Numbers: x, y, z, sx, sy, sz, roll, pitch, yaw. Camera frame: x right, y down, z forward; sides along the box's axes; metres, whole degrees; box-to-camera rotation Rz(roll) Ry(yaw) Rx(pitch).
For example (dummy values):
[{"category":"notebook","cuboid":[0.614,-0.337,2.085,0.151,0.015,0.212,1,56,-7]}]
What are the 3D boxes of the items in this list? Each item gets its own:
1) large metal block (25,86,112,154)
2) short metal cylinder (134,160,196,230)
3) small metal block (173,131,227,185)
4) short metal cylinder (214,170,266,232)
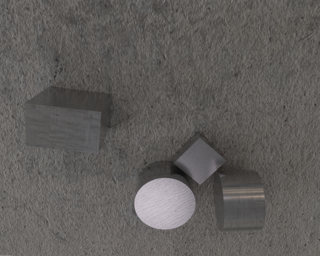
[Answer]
[{"category":"large metal block","cuboid":[-0.106,-0.013,0.375,0.081,0.080,0.050,7,110,-3]},{"category":"short metal cylinder","cuboid":[0.007,0.092,0.431,0.081,0.050,0.079,0,110,0]},{"category":"small metal block","cuboid":[0.054,0.041,0.426,0.050,0.025,0.050,40,105,-14]},{"category":"short metal cylinder","cuboid":[0.104,0.097,0.417,0.050,0.080,0.079,-2,110,1]}]
